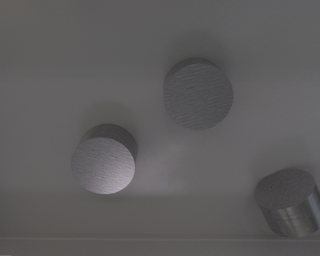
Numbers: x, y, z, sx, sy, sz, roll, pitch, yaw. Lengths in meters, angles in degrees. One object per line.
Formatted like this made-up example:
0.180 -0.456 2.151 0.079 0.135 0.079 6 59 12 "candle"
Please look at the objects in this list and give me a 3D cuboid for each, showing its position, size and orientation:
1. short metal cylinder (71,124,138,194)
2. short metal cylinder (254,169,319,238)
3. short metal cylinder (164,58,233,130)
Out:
-0.072 0.040 0.412 0.081 0.050 0.079 0 110 0 "short metal cylinder"
0.176 0.100 0.420 0.080 0.080 0.050 -27 108 9 "short metal cylinder"
0.045 -0.043 0.382 0.081 0.050 0.079 0 110 0 "short metal cylinder"
